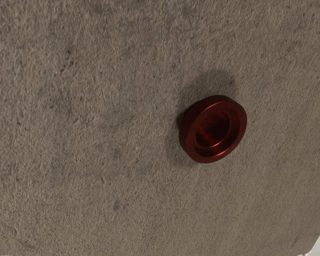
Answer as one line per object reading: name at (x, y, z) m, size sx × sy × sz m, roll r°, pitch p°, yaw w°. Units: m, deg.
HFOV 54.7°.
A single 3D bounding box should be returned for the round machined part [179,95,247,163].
round machined part at (0.069, -0.002, 0.434) m, size 0.099 × 0.042 × 0.097 m, roll -14°, pitch 125°, yaw -21°
